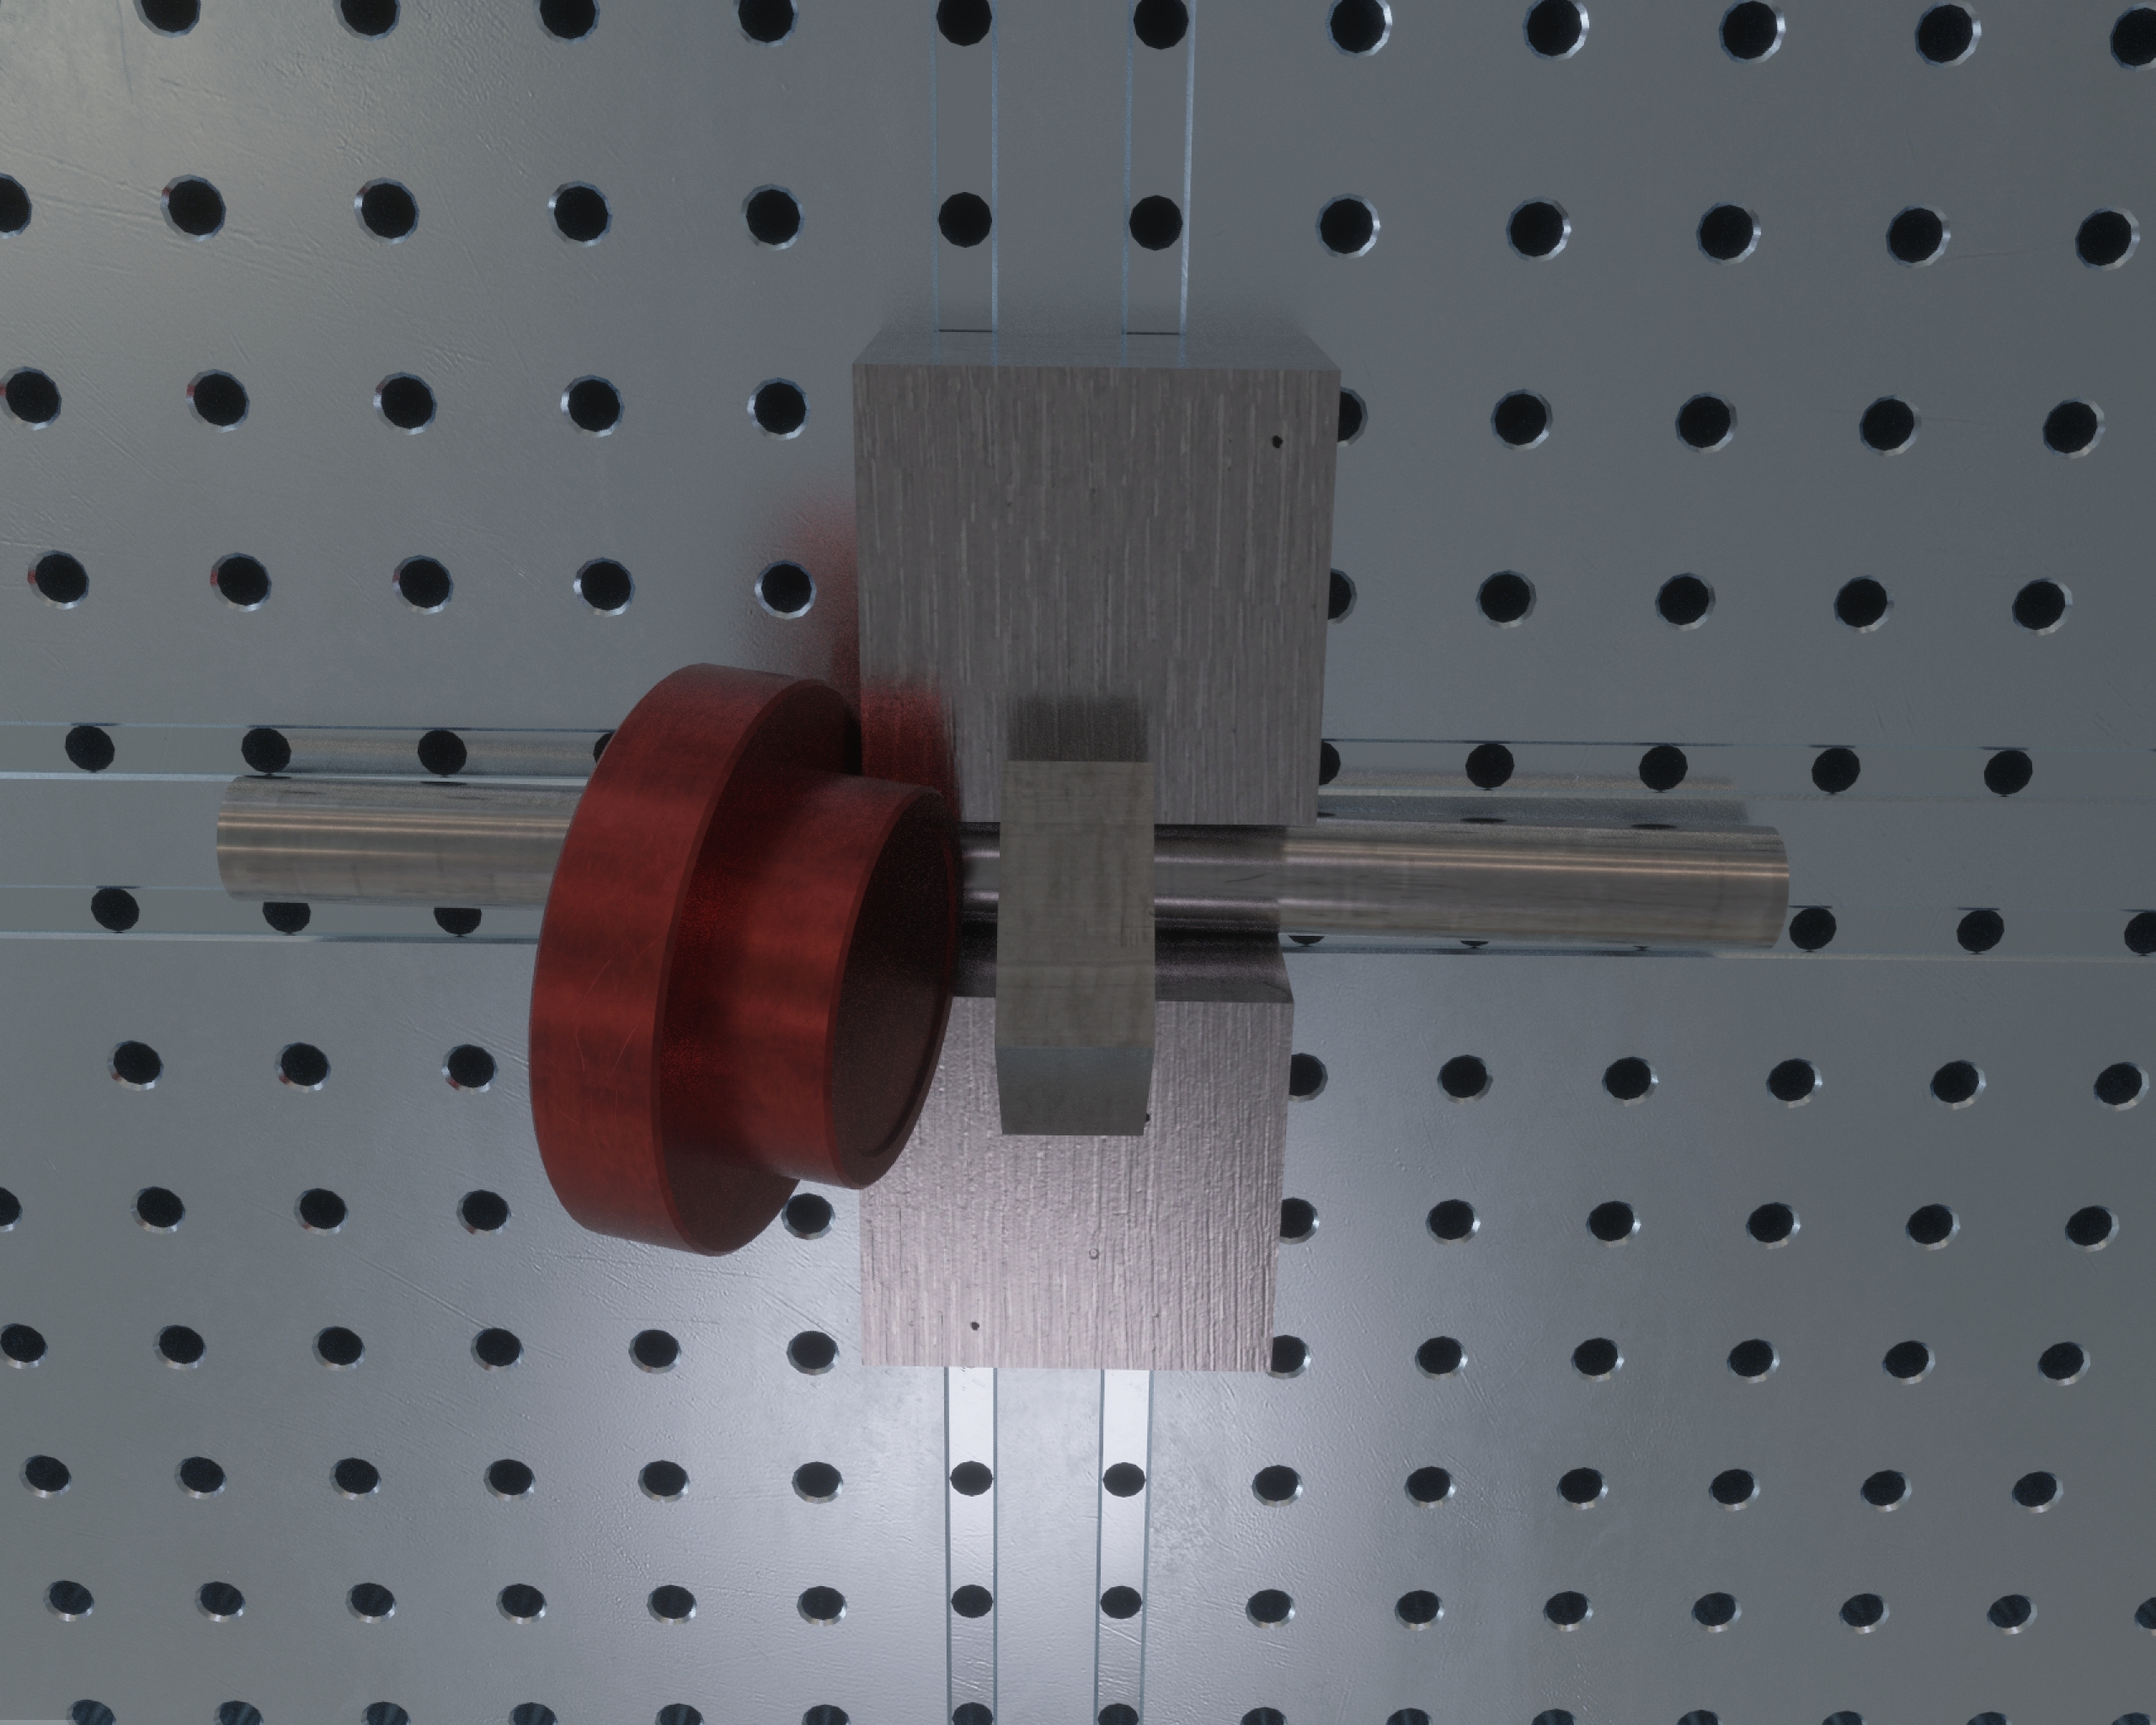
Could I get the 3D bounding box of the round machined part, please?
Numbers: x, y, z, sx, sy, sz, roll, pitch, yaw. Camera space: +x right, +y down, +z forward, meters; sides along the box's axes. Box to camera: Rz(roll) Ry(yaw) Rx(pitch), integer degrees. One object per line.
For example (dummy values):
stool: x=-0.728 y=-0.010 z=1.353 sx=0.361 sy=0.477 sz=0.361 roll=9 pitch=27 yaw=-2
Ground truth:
round machined part: x=-0.049 y=0.018 z=0.350 sx=0.042 sy=0.098 sz=0.097 roll=9 pitch=111 yaw=12

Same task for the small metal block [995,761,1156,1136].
small metal block: x=0.000 y=0.016 z=0.359 sx=0.025 sy=0.050 sz=0.050 roll=1 pitch=66 yaw=0

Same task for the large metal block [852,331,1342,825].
large metal block: x=0.003 y=-0.053 z=0.380 sx=0.081 sy=0.050 sz=0.079 roll=1 pitch=110 yaw=-1

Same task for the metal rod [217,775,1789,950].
metal rod: x=-0.013 y=0.000 z=0.413 sx=0.302 sy=0.025 sz=0.025 roll=2 pitch=110 yaw=-1

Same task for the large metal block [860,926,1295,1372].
large metal block: x=-0.001 y=0.054 z=0.420 sx=0.081 sy=0.050 sz=0.079 roll=1 pitch=110 yaw=-1
